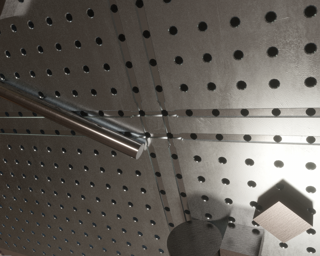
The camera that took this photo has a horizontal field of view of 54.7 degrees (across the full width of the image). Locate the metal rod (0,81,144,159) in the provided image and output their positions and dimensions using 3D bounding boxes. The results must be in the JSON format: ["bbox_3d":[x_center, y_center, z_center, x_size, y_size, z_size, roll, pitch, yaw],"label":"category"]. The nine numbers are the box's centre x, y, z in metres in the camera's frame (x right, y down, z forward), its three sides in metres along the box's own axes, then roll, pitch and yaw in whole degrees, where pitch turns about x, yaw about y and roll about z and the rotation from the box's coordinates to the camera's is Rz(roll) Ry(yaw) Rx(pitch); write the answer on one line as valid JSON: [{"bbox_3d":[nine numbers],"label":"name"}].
[{"bbox_3d":[-0.163,-0.023,0.480,0.301,0.025,0.025,23,127,13],"label":"metal rod"}]

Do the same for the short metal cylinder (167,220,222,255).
[{"bbox_3d":[0.055,0.184,0.460,0.080,0.080,0.050,2,119,27],"label":"short metal cylinder"}]

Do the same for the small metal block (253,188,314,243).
[{"bbox_3d":[0.158,0.113,0.398,0.050,0.025,0.050,37,129,2],"label":"small metal block"}]

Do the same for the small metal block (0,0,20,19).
[{"bbox_3d":[-0.215,-0.182,0.409,0.050,0.025,0.050,45,129,-4],"label":"small metal block"}]

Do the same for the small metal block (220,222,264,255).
[{"bbox_3d":[0.116,0.164,0.435,0.050,0.050,0.025,5,121,25],"label":"small metal block"}]
